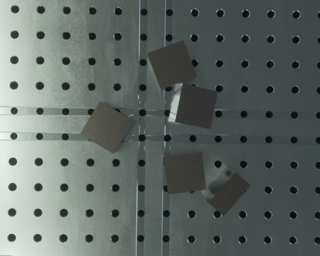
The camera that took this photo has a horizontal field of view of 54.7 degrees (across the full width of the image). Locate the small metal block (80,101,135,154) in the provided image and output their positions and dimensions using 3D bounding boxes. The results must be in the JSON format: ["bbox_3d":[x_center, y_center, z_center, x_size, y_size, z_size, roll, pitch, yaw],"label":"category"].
[{"bbox_3d":[-0.069,-0.001,0.413,0.050,0.025,0.050,31,90,-1],"label":"small metal block"}]

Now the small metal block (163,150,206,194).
[{"bbox_3d":[0.032,0.058,0.414,0.050,0.025,0.050,-7,90,-1],"label":"small metal block"}]

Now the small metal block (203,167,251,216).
[{"bbox_3d":[0.085,0.080,0.402,0.025,0.050,0.050,41,90,0],"label":"small metal block"}]

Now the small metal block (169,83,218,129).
[{"bbox_3d":[0.043,-0.028,0.407,0.050,0.025,0.050,11,90,-18],"label":"small metal block"}]

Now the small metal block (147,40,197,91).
[{"bbox_3d":[0.016,-0.082,0.414,0.050,0.025,0.050,-21,90,-1],"label":"small metal block"}]
